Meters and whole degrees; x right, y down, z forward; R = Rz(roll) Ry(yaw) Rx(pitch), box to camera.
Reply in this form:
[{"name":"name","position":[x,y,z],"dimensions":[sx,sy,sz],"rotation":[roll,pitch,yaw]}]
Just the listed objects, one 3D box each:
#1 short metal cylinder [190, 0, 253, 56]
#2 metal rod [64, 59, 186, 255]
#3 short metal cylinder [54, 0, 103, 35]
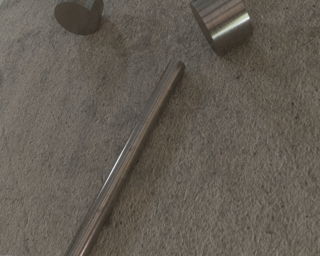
[{"name":"short metal cylinder","position":[0.082,-0.144,0.414],"dimensions":[0.050,0.080,0.080],"rotation":[-29,52,10]},{"name":"metal rod","position":[-0.040,0.036,0.402],"dimensions":[0.025,0.025,0.300],"rotation":[15,69,34]},{"name":"short metal cylinder","position":[-0.152,-0.223,0.585],"dimensions":[0.080,0.080,0.050],"rotation":[-5,60,25]}]
